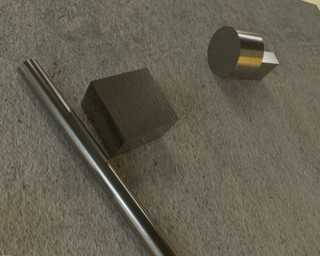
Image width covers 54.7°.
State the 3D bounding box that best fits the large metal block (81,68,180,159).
[{"bbox_3d":[-0.037,-0.020,0.381,0.081,0.050,0.080,-23,74,-36],"label":"large metal block"}]

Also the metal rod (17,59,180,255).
[{"bbox_3d":[-0.065,0.044,0.342,0.025,0.025,0.300,-31,79,-38],"label":"metal rod"}]

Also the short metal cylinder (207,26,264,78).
[{"bbox_3d":[0.124,-0.125,0.514,0.050,0.080,0.080,-2,63,-30],"label":"short metal cylinder"}]

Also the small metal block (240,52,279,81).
[{"bbox_3d":[0.172,-0.110,0.551,0.050,0.050,0.025,-2,63,-30],"label":"small metal block"}]
